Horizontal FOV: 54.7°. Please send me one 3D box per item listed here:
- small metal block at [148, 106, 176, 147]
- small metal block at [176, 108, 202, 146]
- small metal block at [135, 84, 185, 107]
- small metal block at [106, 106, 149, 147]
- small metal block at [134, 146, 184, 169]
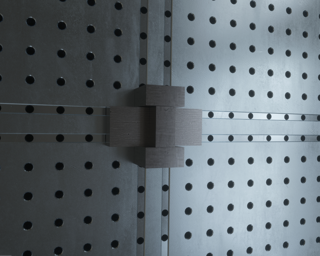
[{"bbox_3d":[-0.002,-0.002,0.399,0.025,0.050,0.050,1,90,-20],"label":"small metal block"},{"bbox_3d":[0.029,-0.001,0.424,0.050,0.025,0.050,1,90,-21],"label":"small metal block"},{"bbox_3d":[-0.001,-0.039,0.399,0.050,0.050,0.025,1,90,-20],"label":"small metal block"},{"bbox_3d":[-0.042,-0.002,0.398,0.050,0.025,0.050,1,90,-21],"label":"small metal block"},{"bbox_3d":[-0.002,0.036,0.399,0.050,0.050,0.025,1,90,-20],"label":"small metal block"}]
